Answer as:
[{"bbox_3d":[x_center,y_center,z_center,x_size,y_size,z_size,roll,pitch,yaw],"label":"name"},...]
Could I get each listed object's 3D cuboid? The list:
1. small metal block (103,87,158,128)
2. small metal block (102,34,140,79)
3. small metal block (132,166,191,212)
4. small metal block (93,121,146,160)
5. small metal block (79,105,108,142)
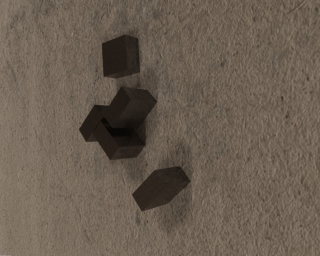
[{"bbox_3d":[-0.040,-0.027,0.419,0.025,0.050,0.050,52,120,27],"label":"small metal block"},{"bbox_3d":[-0.057,-0.102,0.450,0.050,0.025,0.050,-6,86,39],"label":"small metal block"},{"bbox_3d":[0.002,0.075,0.385,0.050,0.050,0.025,-50,61,28],"label":"small metal block"},{"bbox_3d":[-0.057,0.016,0.433,0.050,0.050,0.025,51,120,28],"label":"small metal block"},{"bbox_3d":[-0.082,-0.006,0.454,0.050,0.050,0.025,-51,60,27],"label":"small metal block"}]
